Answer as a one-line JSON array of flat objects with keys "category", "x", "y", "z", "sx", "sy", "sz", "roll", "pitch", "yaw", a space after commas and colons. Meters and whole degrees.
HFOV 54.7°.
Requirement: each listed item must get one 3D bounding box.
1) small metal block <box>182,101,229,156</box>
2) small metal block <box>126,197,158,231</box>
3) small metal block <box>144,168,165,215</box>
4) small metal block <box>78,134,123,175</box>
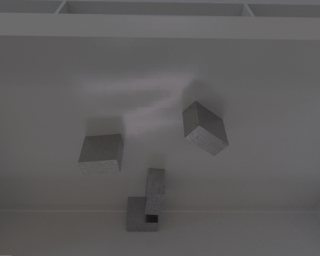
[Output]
[{"category": "small metal block", "x": 0.057, "y": 0.000, "z": 0.393, "sx": 0.050, "sy": 0.050, "sz": 0.025, "roll": 32, "pitch": 123, "yaw": -24}, {"category": "small metal block", "x": -0.029, "y": 0.142, "z": 0.513, "sx": 0.050, "sy": 0.050, "sz": 0.025, "roll": 1, "pitch": 130, "yaw": -1}, {"category": "small metal block", "x": -0.008, "y": 0.097, "z": 0.475, "sx": 0.025, "sy": 0.050, "sz": 0.050, "roll": 5, "pitch": 130, "yaw": -5}, {"category": "small metal block", "x": -0.079, "y": 0.035, "z": 0.422, "sx": 0.050, "sy": 0.050, "sz": 0.025, "roll": -5, "pitch": 130, "yaw": 4}]
